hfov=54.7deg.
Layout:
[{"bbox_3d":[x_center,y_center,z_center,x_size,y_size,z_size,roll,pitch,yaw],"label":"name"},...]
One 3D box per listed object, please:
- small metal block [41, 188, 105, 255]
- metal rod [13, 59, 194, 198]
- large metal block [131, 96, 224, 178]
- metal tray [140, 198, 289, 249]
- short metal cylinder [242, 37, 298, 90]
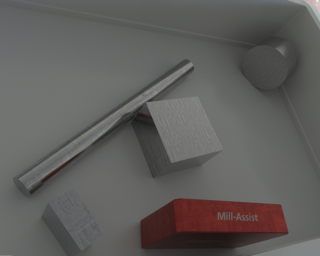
[{"bbox_3d":[-0.083,0.091,0.290,0.025,0.050,0.050,-31,80,-38],"label":"small metal block"},{"bbox_3d":[-0.045,-0.020,0.394,0.025,0.025,0.302,46,51,3],"label":"metal rod"},{"bbox_3d":[0.021,0.010,0.396,0.081,0.050,0.080,-10,67,-33],"label":"large metal block"},{"bbox_3d":[0.056,0.106,0.330,0.131,0.090,0.030,9,58,-24],"label":"metal tray"},{"bbox_3d":[0.195,-0.115,0.548,0.080,0.080,0.050,49,51,5],"label":"short metal cylinder"}]
